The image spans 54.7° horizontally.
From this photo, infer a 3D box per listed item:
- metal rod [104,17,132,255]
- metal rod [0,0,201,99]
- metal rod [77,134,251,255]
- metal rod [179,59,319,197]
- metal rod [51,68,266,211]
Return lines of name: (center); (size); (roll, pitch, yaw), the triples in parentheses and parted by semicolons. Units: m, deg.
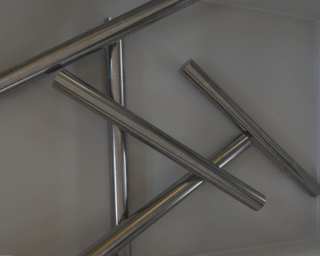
metal rod: (-0.053, 0.014, 0.391); (0.025, 0.025, 0.298); (-2, 91, -20)
metal rod: (-0.082, -0.099, 0.358); (0.302, 0.025, 0.025); (-29, 100, -10)
metal rod: (0.009, 0.092, 0.395); (0.302, 0.025, 0.025); (-32, 101, -25)
metal rod: (0.144, 0.009, 0.465); (0.300, 0.025, 0.025); (41, 77, -16)
metal rod: (0.009, 0.022, 0.381); (0.301, 0.025, 0.025); (32, 79, -13)
